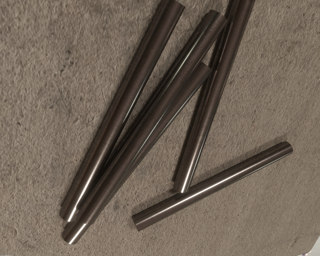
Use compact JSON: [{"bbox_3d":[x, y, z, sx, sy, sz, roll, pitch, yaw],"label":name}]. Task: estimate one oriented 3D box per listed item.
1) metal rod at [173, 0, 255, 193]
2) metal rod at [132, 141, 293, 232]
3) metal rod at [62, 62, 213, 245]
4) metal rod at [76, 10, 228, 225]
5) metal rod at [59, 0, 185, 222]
[{"bbox_3d":[0.069,-0.038,0.423,0.025,0.025,0.298,1,118,-29],"label":"metal rod"},{"bbox_3d":[0.096,0.092,0.518,0.302,0.025,0.025,-23,127,-15],"label":"metal rod"},{"bbox_3d":[-0.035,0.037,0.411,0.025,0.025,0.299,32,101,-39],"label":"metal rod"},{"bbox_3d":[-0.013,-0.008,0.380,0.025,0.025,0.299,29,97,-38],"label":"metal rod"},{"bbox_3d":[-0.053,-0.010,0.372,0.025,0.025,0.298,17,109,-35],"label":"metal rod"}]
